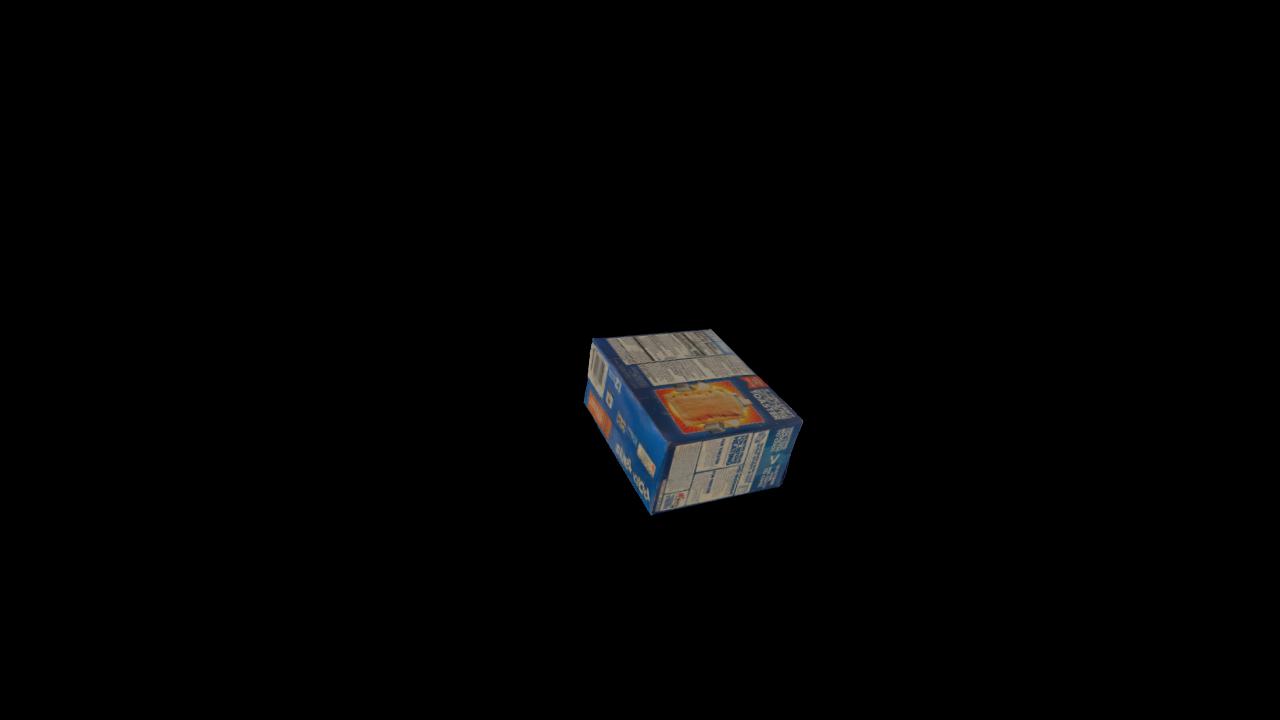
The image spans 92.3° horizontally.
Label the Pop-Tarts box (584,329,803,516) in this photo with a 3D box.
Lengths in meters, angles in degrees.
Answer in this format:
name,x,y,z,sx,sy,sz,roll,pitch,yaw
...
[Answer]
name,x,y,z,sx,sy,sz,roll,pitch,yaw
Pop-Tarts box,0.043,0.049,0.589,0.141,0.083,0.167,-6,36,-26
